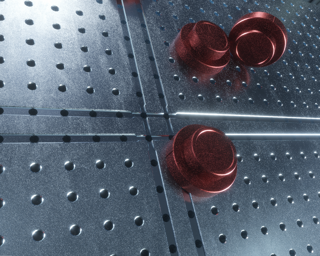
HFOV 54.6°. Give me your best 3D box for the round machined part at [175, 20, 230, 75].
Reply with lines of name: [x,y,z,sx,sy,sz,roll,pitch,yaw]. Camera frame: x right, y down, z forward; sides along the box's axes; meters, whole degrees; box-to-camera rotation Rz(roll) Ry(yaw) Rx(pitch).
round machined part: [0.079,-0.142,0.526,0.099,0.042,0.098,13,56,-21]

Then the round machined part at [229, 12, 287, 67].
round machined part: [0.166,-0.146,0.539,0.098,0.098,0.042,34,52,-6]

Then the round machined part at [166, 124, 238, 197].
round machined part: [0.061,0.037,0.407,0.099,0.042,0.098,13,56,-21]
